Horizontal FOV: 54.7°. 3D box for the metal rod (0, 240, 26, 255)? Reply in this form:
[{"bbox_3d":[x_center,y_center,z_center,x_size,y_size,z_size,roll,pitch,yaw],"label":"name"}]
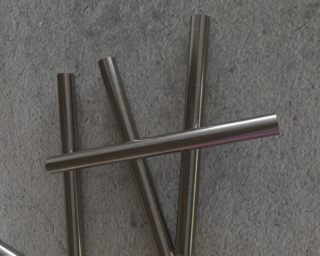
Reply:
[{"bbox_3d":[-0.211,0.214,0.481,0.301,0.025,0.025,21,97,18],"label":"metal rod"}]

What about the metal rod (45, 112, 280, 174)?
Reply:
[{"bbox_3d":[-0.012,0.024,0.384,0.301,0.025,0.025,-12,86,19],"label":"metal rod"}]

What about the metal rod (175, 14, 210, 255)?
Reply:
[{"bbox_3d":[0.041,0.010,0.393,0.025,0.025,0.298,4,91,19],"label":"metal rod"}]

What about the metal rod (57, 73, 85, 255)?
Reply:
[{"bbox_3d":[-0.129,0.070,0.452,0.025,0.025,0.298,-4,89,19],"label":"metal rod"}]

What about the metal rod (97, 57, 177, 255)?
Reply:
[{"bbox_3d":[-0.030,0.047,0.418,0.025,0.025,0.299,-20,84,18],"label":"metal rod"}]
